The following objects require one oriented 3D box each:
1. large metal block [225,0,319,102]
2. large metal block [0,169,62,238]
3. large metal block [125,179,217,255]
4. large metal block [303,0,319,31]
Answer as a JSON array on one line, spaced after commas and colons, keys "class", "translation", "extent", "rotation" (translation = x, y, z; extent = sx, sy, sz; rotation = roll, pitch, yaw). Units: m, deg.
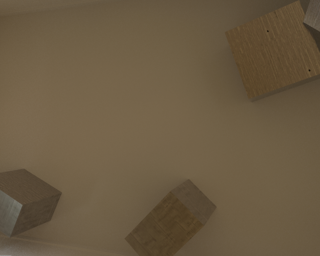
[{"class": "large metal block", "translation": [0.129, -0.082, 0.352], "extent": [0.080, 0.050, 0.080], "rotation": [-20, 84, 19]}, {"class": "large metal block", "translation": [-0.208, 0.105, 0.453], "extent": [0.080, 0.080, 0.050], "rotation": [26, 99, 18]}, {"class": "large metal block", "translation": [0.016, 0.114, 0.375], "extent": [0.050, 0.080, 0.080], "rotation": [45, 104, 14]}, {"class": "large metal block", "translation": [0.184, -0.118, 0.268], "extent": [0.050, 0.079, 0.080], "rotation": [-10, 42, -15]}]
